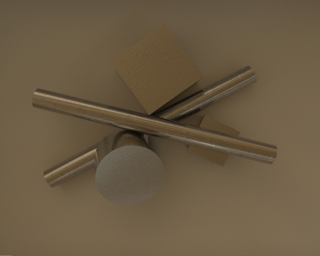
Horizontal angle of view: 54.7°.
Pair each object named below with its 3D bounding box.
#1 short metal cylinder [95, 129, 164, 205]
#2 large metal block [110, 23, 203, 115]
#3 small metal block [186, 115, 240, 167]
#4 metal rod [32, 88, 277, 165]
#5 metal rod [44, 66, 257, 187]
[{"bbox_3d":[-0.039,0.047,0.383,0.081,0.050,0.079,-5,112,-11],"label":"short metal cylinder"},{"bbox_3d":[-0.004,-0.071,0.397,0.080,0.050,0.080,-36,90,0],"label":"large metal block"},{"bbox_3d":[0.069,0.016,0.409,0.050,0.025,0.050,27,90,-1],"label":"small metal block"},{"bbox_3d":[-0.006,-0.002,0.385,0.302,0.025,0.025,14,90,-1],"label":"metal rod"},{"bbox_3d":[-0.012,-0.002,0.409,0.301,0.025,0.025,-27,90,-1],"label":"metal rod"}]
